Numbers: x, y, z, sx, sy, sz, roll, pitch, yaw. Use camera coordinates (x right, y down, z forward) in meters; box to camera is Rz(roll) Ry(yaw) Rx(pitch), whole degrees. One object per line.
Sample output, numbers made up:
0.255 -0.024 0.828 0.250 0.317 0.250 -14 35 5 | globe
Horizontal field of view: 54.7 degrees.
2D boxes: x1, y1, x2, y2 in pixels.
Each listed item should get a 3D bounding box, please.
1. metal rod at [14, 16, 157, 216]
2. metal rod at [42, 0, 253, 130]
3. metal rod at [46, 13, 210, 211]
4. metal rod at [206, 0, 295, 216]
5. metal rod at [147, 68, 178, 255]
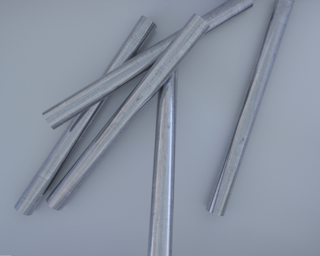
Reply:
-0.097 -0.017 0.410 0.025 0.025 0.299 34 90 -1 | metal rod
-0.009 -0.090 0.393 0.301 0.025 0.025 -33 90 -7 | metal rod
-0.045 -0.014 0.389 0.025 0.025 0.299 40 98 -1 | metal rod
0.120 -0.029 0.412 0.025 0.025 0.298 18 90 -1 | metal rod
0.004 0.052 0.351 0.025 0.025 0.299 4 65 0 | metal rod
